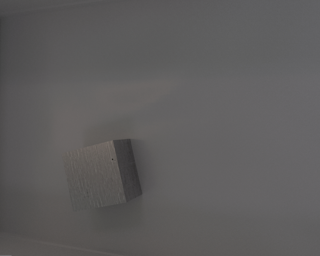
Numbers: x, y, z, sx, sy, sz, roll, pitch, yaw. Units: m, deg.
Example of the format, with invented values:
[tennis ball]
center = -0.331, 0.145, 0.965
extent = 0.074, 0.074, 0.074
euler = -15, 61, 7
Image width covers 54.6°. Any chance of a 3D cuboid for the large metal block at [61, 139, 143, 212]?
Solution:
[large metal block]
center = -0.079, 0.063, 0.426
extent = 0.080, 0.050, 0.080
euler = -15, 85, 19
